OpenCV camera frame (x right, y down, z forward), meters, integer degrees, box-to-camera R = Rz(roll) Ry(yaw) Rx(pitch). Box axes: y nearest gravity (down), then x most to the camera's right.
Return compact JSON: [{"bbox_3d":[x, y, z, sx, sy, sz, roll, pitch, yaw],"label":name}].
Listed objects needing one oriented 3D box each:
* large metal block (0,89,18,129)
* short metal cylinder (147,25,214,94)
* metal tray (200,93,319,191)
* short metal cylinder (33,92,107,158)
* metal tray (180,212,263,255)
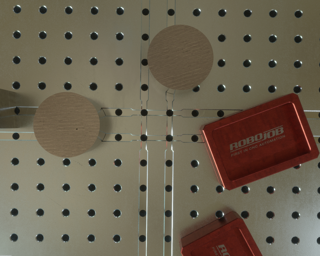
[{"bbox_3d":[-0.237,-0.021,0.384,0.081,0.080,0.050,-5,90,0],"label":"large metal block"},{"bbox_3d":[0.025,-0.086,0.401,0.081,0.050,0.079,0,90,0],"label":"short metal cylinder"},{"bbox_3d":[0.130,0.017,0.411,0.131,0.030,0.090,-20,90,0],"label":"metal tray"},{"bbox_3d":[-0.113,-0.004,0.400,0.081,0.050,0.079,0,90,0],"label":"short metal cylinder"},{"bbox_3d":[0.095,0.191,0.411,0.090,0.030,0.130,-28,90,0],"label":"metal tray"}]
